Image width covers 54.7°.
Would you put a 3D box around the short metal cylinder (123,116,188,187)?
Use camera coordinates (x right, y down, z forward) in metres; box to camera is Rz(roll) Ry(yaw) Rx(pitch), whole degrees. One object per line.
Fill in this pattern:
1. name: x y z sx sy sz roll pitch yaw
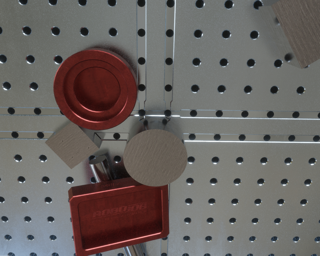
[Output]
1. short metal cylinder: -0.006 0.030 0.411 0.081 0.050 0.079 0 110 -1

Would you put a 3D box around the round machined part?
1. round machined part: -0.077 -0.050 0.385 0.099 0.042 0.097 0 110 -1

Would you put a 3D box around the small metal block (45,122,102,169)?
1. small metal block: -0.116 0.019 0.419 0.050 0.025 0.050 -36 107 12

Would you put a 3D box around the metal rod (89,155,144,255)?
1. metal rod: -0.045 0.178 0.478 0.025 0.025 0.298 -15 110 5

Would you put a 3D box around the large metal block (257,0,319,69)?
1. large metal block: 0.173 -0.127 0.356 0.080 0.050 0.080 -31 108 10

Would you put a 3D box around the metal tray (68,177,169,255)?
1. metal tray: -0.054 0.118 0.428 0.131 0.030 0.089 -7 106 -18
